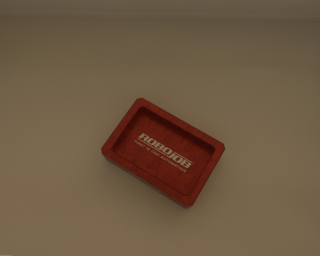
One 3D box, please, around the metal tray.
[{"bbox_3d":[0.004,0.030,0.395,0.130,0.030,0.090,30,73,10],"label":"metal tray"}]
